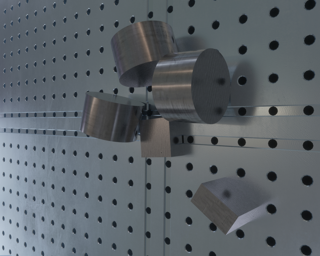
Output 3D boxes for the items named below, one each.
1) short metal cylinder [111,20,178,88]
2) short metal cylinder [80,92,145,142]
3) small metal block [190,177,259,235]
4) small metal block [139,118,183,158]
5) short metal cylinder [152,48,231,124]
[{"bbox_3d":[-0.017,-0.089,0.387,0.080,0.081,0.050,-23,76,38],"label":"short metal cylinder"},{"bbox_3d":[-0.066,-0.016,0.428,0.080,0.081,0.050,22,104,38],"label":"short metal cylinder"},{"bbox_3d":[0.070,0.082,0.335,0.050,0.050,0.025,41,115,32],"label":"small metal block"},{"bbox_3d":[0.001,0.013,0.408,0.050,0.025,0.050,-6,87,39],"label":"small metal block"},{"bbox_3d":[0.037,-0.045,0.343,0.050,0.081,0.079,4,93,40],"label":"short metal cylinder"}]
